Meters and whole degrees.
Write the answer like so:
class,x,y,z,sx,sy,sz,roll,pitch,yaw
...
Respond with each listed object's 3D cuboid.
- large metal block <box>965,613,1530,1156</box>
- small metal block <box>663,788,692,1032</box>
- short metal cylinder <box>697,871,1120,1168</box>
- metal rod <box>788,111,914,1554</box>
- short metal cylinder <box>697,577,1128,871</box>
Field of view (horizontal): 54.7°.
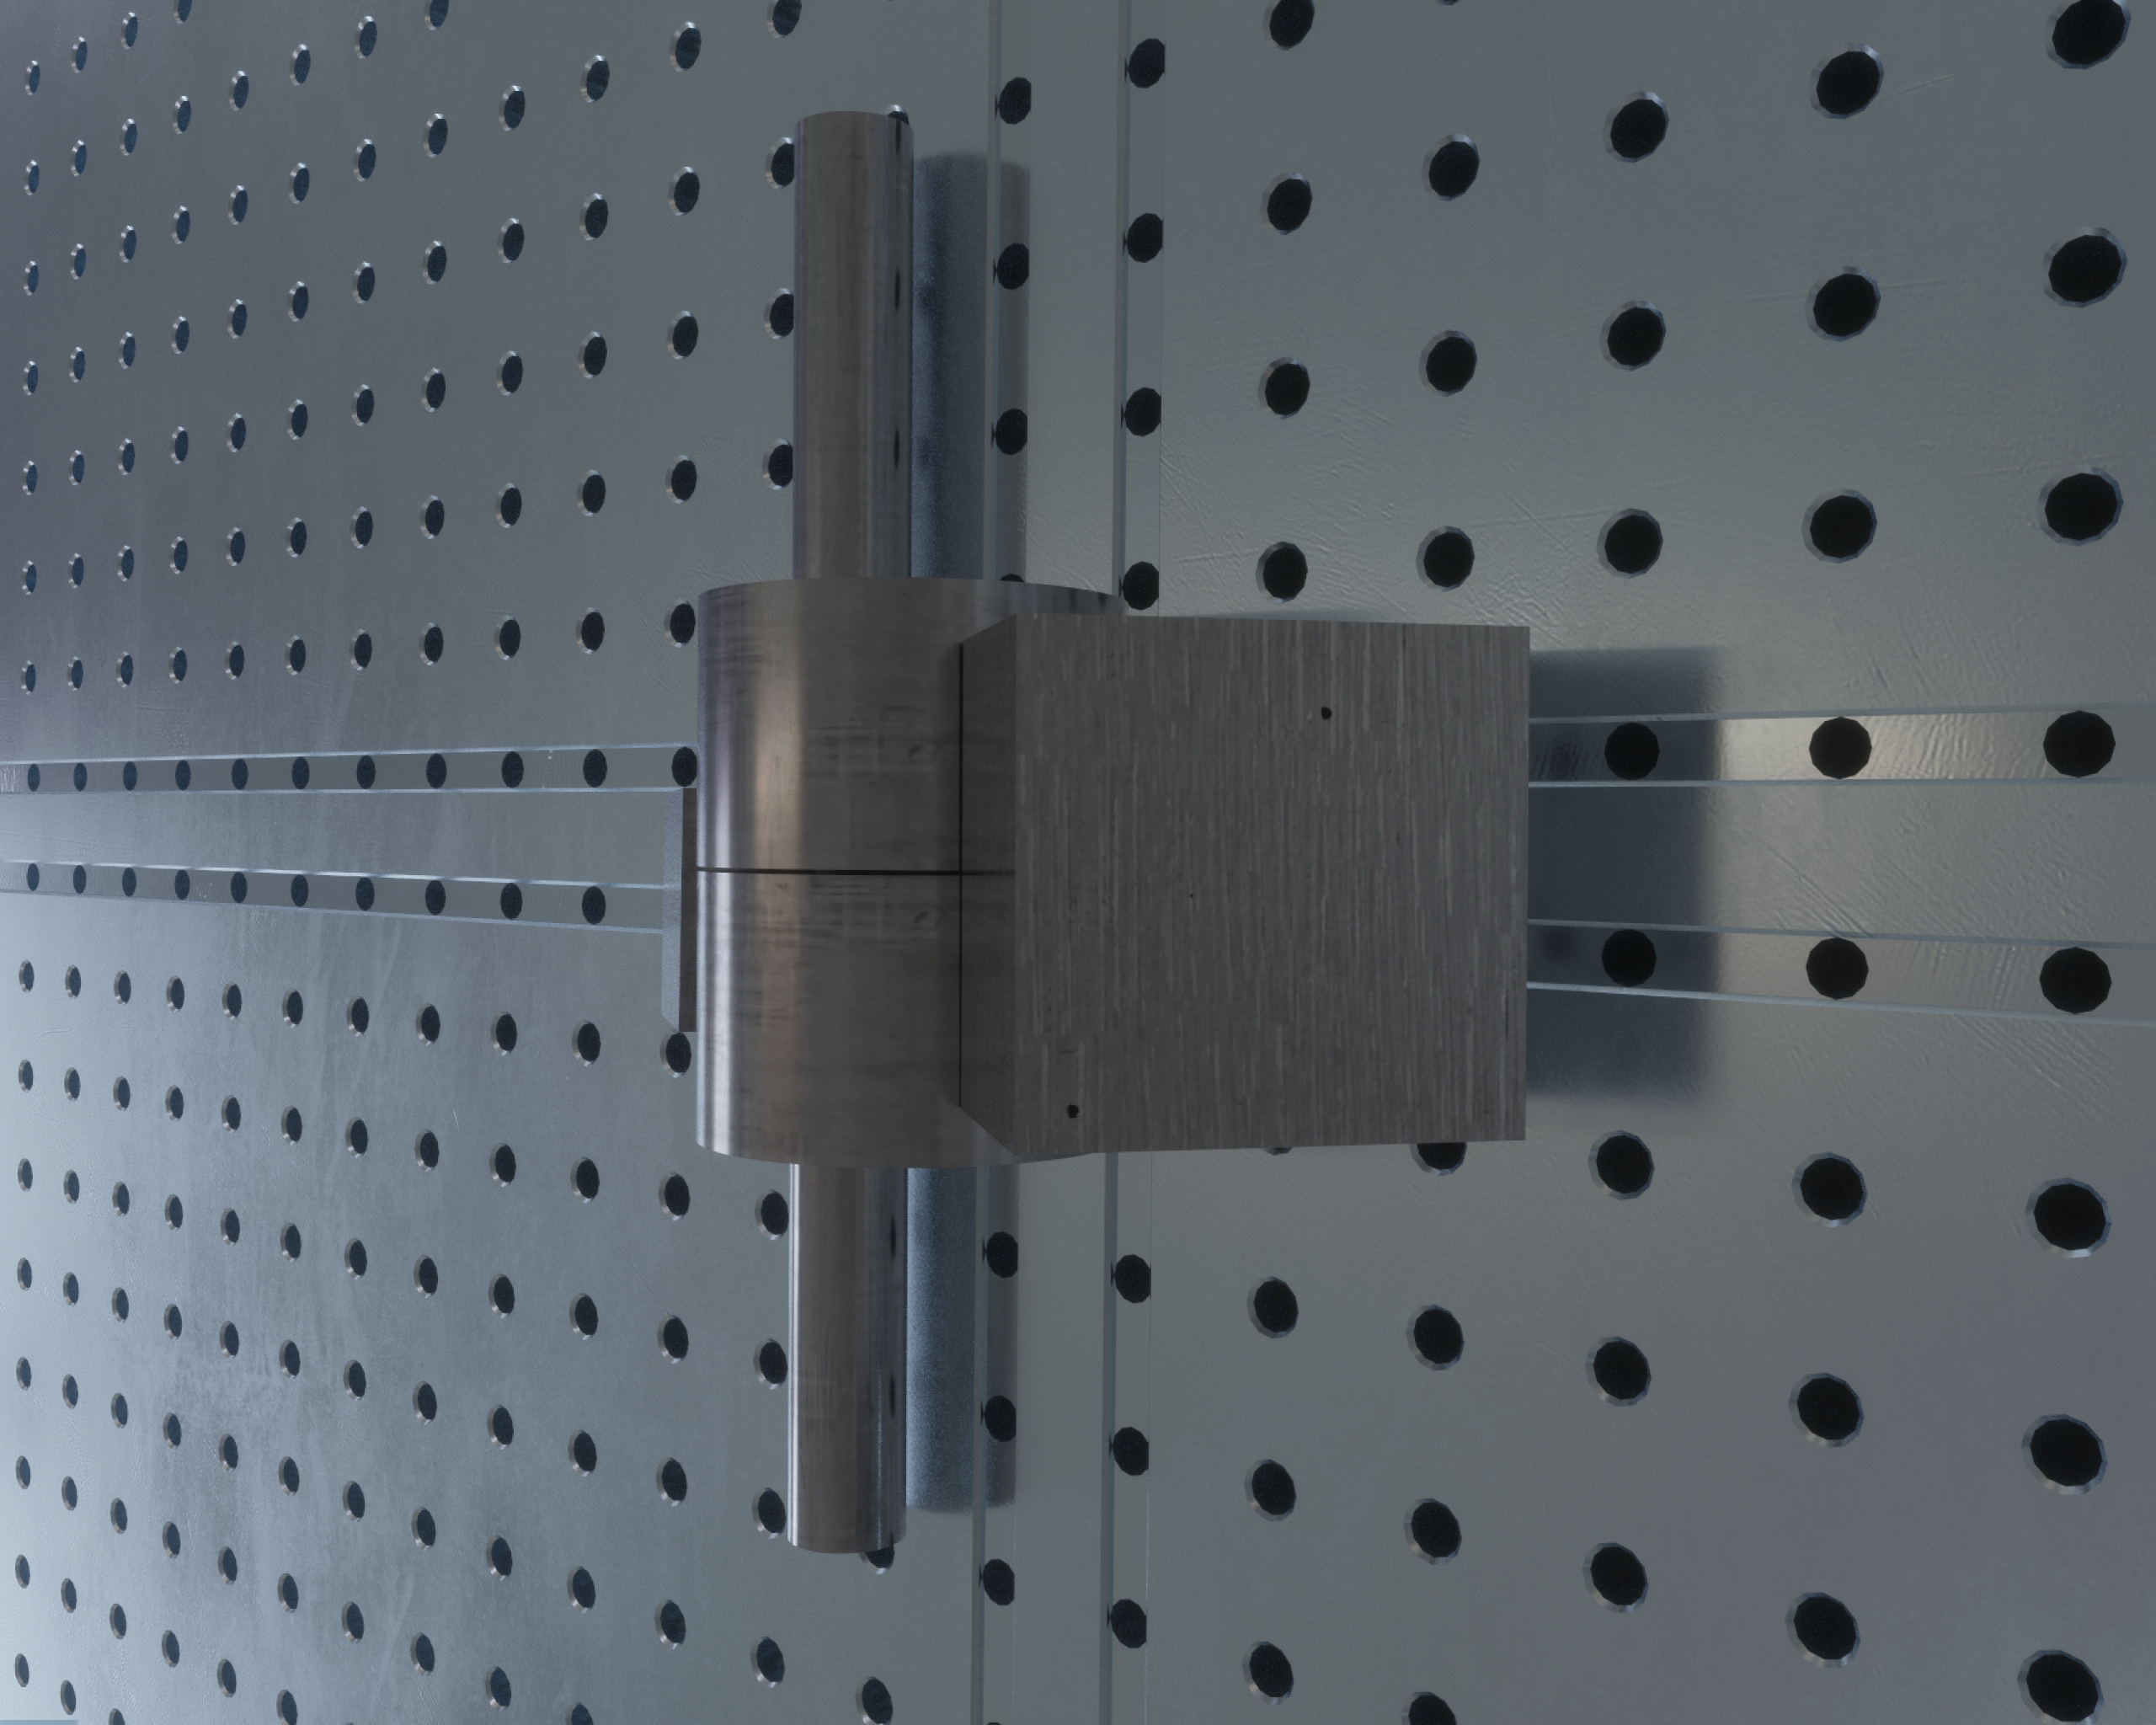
class,x,y,z,sx,sy,sz,roll,pitch,yaw
large metal block,0.025,0.003,0.338,0.050,0.081,0.079,-175,85,-78
small metal block,-0.075,0.010,0.452,0.050,0.025,0.050,180,91,-75
short metal cylinder,-0.031,0.027,0.394,0.080,0.081,0.050,1,91,40
metal rod,-0.048,-0.006,0.443,0.025,0.025,0.298,1,90,40
short metal cylinder,-0.031,-0.024,0.393,0.080,0.081,0.050,1,91,40
